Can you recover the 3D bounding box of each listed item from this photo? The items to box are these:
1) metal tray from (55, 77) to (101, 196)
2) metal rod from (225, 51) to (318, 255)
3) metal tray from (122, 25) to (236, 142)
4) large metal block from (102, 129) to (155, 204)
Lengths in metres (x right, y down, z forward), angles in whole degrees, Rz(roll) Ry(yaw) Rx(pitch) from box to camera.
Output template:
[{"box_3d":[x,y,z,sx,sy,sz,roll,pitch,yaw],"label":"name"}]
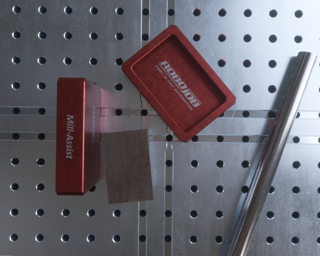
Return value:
[{"box_3d":[-0.097,0.009,0.379,0.030,0.090,0.129,1,90,0],"label":"metal tray"},{"box_3d":[0.147,0.043,0.414,0.025,0.025,0.299,20,90,0],"label":"metal rod"},{"box_3d":[0.024,-0.057,0.410,0.090,0.030,0.130,-39,90,0],"label":"metal tray"},{"box_3d":[-0.036,0.043,0.386,0.050,0.080,0.080,-5,90,0],"label":"large metal block"}]
